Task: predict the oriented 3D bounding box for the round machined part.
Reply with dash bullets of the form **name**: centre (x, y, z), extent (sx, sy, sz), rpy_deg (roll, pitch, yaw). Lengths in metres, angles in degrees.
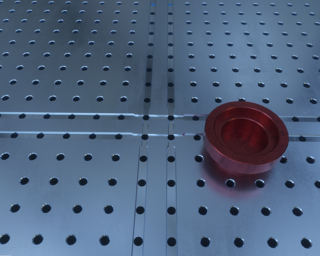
- **round machined part**: centre (0.103, 0.016, 0.384), extent (0.099, 0.042, 0.098), rpy_deg (0, 50, 0)
